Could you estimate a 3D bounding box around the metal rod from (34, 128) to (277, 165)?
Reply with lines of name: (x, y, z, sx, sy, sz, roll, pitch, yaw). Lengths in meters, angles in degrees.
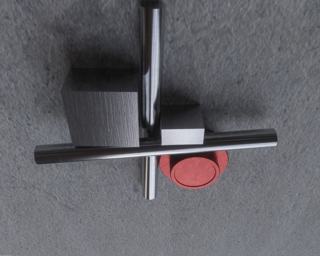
metal rod: (-0.003, 0.023, 0.396, 0.302, 0.025, 0.025, -4, 130, -3)

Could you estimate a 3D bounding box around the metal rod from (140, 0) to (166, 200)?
metal rod: (-0.012, -0.008, 0.401, 0.025, 0.025, 0.298, 1, 130, -2)

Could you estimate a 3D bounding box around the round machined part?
round machined part: (0.048, 0.050, 0.440, 0.099, 0.042, 0.097, -1, 130, 0)

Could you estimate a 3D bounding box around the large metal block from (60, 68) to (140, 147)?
large metal block: (-0.065, -0.024, 0.370, 0.081, 0.050, 0.079, 1, 130, -1)

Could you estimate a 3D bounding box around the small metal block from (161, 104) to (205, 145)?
small metal block: (0.027, -0.005, 0.388, 0.050, 0.050, 0.025, -1, 130, 0)
